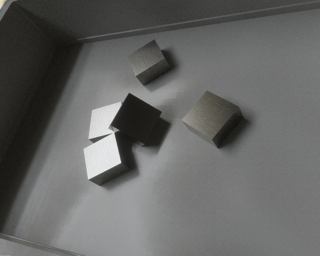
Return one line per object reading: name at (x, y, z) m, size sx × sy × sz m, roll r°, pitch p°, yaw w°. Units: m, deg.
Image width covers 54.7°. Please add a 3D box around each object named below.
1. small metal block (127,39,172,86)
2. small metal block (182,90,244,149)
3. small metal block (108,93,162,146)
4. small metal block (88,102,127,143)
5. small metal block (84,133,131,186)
small metal block at (-0.017, -0.101, 0.477) m, size 0.050 × 0.025 × 0.050 m, roll -30°, pitch 52°, yaw 9°
small metal block at (0.064, -0.011, 0.379) m, size 0.050 × 0.025 × 0.050 m, roll -49°, pitch 52°, yaw -7°
small metal block at (-0.033, -0.010, 0.412) m, size 0.050 × 0.050 × 0.025 m, roll -63°, pitch 10°, yaw -17°
small metal block at (-0.072, -0.005, 0.447) m, size 0.050 × 0.025 × 0.050 m, roll -14°, pitch 56°, yaw 20°
small metal block at (-0.072, 0.042, 0.418) m, size 0.050 × 0.025 × 0.050 m, roll -28°, pitch 52°, yaw 11°
